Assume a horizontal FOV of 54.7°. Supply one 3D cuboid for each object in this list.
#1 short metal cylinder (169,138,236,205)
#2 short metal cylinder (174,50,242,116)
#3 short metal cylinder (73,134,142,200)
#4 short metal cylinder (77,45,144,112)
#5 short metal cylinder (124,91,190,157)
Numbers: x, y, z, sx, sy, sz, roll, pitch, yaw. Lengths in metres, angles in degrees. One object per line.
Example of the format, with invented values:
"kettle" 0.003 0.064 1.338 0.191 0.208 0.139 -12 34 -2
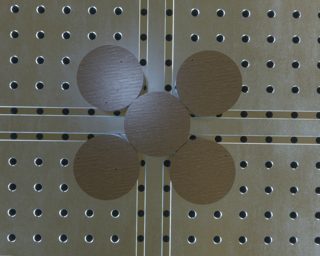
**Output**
"short metal cylinder" 0.052 0.053 0.401 0.081 0.050 0.079 0 90 -1
"short metal cylinder" 0.059 -0.054 0.399 0.081 0.050 0.079 0 90 -1
"short metal cylinder" -0.065 0.047 0.399 0.081 0.050 0.079 0 90 -1
"short metal cylinder" -0.061 -0.061 0.399 0.081 0.050 0.079 0 90 -1
"short metal cylinder" -0.003 -0.005 0.400 0.081 0.050 0.079 0 90 -1
